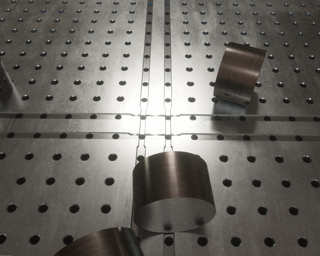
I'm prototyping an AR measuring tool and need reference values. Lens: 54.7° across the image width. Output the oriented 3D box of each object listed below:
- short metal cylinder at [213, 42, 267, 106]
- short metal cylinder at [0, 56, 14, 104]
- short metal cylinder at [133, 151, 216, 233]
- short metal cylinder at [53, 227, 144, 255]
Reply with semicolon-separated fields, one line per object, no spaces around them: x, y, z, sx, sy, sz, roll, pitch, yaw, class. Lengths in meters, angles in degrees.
0.113;-0.076;0.437;0.050;0.080;0.080;18;52;14;short metal cylinder
-0.263;-0.071;0.447;0.081;0.050;0.080;0;50;0;short metal cylinder
0.013;0.067;0.316;0.081;0.080;0.050;-3;50;-3;short metal cylinder
-0.049;0.129;0.263;0.081;0.080;0.050;-19;53;-16;short metal cylinder
